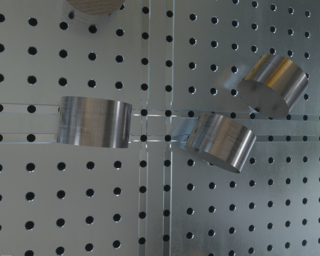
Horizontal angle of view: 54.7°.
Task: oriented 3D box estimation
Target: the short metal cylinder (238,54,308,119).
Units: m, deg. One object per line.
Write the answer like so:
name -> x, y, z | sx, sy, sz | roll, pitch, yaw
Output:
short metal cylinder -> 0.160, -0.058, 0.442 | 0.080, 0.080, 0.050 | 43, 77, -15

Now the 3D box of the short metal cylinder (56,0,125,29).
short metal cylinder -> -0.083, -0.165, 0.368 | 0.081, 0.050, 0.079 | 0, 90, -20

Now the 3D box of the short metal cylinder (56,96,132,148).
short metal cylinder -> -0.075, -0.005, 0.356 | 0.081, 0.080, 0.050 | 6, 88, -20

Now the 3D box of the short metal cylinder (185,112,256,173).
short metal cylinder -> 0.080, 0.020, 0.413 | 0.080, 0.080, 0.050 | 30, 80, -18
